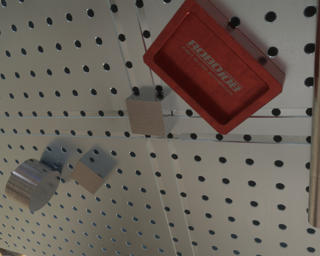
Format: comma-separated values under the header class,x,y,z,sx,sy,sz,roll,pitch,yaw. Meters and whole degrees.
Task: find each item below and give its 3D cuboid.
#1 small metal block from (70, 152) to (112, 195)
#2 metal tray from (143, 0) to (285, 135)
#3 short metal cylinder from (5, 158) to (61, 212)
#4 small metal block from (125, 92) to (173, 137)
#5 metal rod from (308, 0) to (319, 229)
class,x,y,z,sx,sy,sz,roll,pitch,yaw
small metal block,-0.116,0.076,0.517,0.050,0.025,0.050,37,129,3
metal tray,0.056,-0.065,0.337,0.130,0.030,0.090,43,129,-3
short metal cylinder,-0.225,0.101,0.554,0.050,0.080,0.079,26,127,12
small metal block,-0.013,-0.018,0.406,0.050,0.025,0.050,6,121,25
metal rod,0.167,-0.017,0.312,0.025,0.025,0.298,3,120,26
